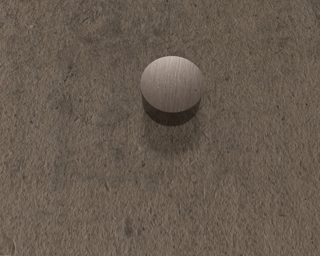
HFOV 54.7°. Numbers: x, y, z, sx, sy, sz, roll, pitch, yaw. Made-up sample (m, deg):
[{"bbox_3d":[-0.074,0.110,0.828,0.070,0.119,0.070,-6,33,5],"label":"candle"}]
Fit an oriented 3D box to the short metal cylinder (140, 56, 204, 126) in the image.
[{"bbox_3d":[0.016,-0.048,0.413,0.081,0.050,0.080,0,70,0],"label":"short metal cylinder"}]
